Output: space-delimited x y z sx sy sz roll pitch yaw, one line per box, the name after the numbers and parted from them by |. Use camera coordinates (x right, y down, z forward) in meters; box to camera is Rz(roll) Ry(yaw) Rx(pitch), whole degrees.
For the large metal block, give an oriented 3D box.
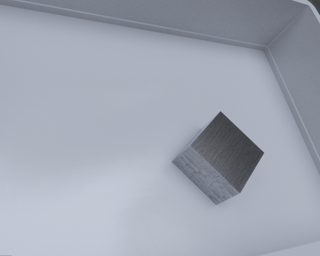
0.077 0.038 0.407 0.080 0.050 0.080 44 51 2 | large metal block
